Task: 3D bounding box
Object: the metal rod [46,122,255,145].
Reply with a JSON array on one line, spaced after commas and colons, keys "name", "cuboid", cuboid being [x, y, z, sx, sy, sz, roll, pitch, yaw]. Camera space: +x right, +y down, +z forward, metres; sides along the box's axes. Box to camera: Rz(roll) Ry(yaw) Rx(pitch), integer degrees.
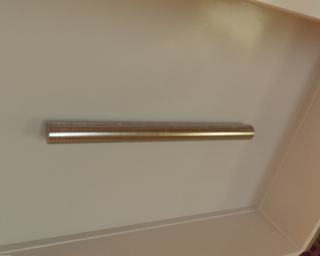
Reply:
[{"name": "metal rod", "cuboid": [0.008, 0.006, 0.416, 0.303, 0.025, 0.025, 0, 118, -29]}]
